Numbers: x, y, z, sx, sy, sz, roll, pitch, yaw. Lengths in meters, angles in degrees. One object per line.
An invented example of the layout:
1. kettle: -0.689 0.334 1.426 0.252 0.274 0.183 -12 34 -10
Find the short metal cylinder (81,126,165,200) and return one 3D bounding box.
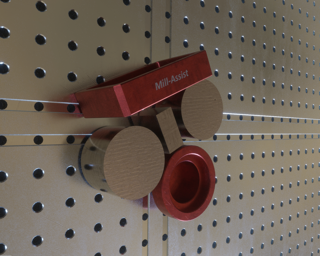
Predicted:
1. short metal cylinder: -0.042 0.037 0.353 0.081 0.050 0.079 0 90 -40

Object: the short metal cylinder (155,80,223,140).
1. short metal cylinder: 0.041 -0.024 0.422 0.081 0.050 0.079 0 90 -40

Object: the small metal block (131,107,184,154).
1. small metal block: -0.004 0.003 0.384 0.025 0.050 0.050 -32 110 -36

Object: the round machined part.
1. round machined part: 0.027 0.071 0.416 0.099 0.042 0.097 0 90 -40

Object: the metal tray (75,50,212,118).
1. metal tray: -0.016 -0.050 0.347 0.131 0.090 0.030 -29 109 -36
